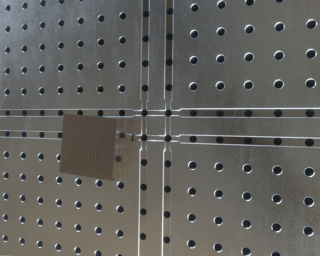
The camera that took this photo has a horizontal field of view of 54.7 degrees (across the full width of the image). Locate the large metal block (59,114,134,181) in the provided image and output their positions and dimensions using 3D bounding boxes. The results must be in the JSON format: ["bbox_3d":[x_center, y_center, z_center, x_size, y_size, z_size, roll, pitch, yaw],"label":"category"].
[{"bbox_3d":[-0.087,0.024,0.429,0.080,0.050,0.079,6,92,19],"label":"large metal block"}]
